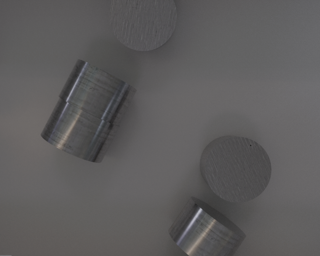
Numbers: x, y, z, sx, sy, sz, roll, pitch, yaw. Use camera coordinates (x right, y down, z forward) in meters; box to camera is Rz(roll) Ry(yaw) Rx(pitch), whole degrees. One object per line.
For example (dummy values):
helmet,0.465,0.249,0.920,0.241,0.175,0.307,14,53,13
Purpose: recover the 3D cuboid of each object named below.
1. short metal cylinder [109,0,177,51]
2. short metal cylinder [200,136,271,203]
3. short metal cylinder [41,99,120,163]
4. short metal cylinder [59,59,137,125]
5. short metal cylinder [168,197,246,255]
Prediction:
short metal cylinder,-0.020,-0.138,0.390,0.080,0.050,0.079,0,104,1
short metal cylinder,0.095,0.050,0.399,0.081,0.050,0.080,0,90,0
short metal cylinder,-0.097,0.002,0.383,0.080,0.080,0.050,27,90,0
short metal cylinder,-0.076,-0.043,0.383,0.080,0.080,0.050,27,90,0
short metal cylinder,0.058,0.130,0.384,0.080,0.080,0.050,34,90,0
